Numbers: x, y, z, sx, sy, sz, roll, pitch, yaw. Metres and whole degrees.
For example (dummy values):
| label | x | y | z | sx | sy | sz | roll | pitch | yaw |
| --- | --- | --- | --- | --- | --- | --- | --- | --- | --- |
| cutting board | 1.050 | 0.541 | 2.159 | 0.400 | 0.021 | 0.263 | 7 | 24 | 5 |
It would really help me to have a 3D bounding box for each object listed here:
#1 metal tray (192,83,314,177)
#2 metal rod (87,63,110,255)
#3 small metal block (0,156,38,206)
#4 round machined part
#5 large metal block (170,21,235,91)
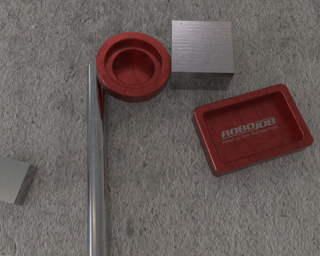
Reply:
| label | x | y | z | sx | sy | sz | roll | pitch | yaw |
| --- | --- | --- | --- | --- | --- | --- | --- | --- | --- |
| metal tray | 0.118 | 0.002 | 0.405 | 0.131 | 0.030 | 0.090 | -16 | 71 | -6 |
| metal rod | -0.078 | 0.055 | 0.387 | 0.025 | 0.025 | 0.299 | -4 | 70 | -2 |
| small metal block | -0.189 | 0.064 | 0.383 | 0.050 | 0.025 | 0.050 | 14 | 71 | 5 |
| round machined part | -0.036 | -0.078 | 0.423 | 0.099 | 0.042 | 0.098 | 3 | 69 | -7 |
| large metal block | 0.056 | -0.100 | 0.432 | 0.080 | 0.050 | 0.080 | 1 | 70 | 0 |
